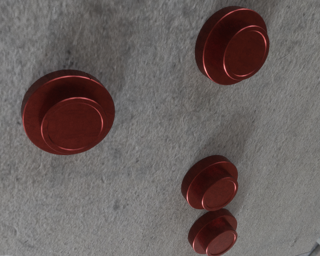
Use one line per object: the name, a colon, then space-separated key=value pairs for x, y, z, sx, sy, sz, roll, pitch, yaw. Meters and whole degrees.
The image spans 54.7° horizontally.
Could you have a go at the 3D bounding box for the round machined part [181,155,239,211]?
round machined part: x=0.088 y=0.096 z=0.506 sx=0.099 sy=0.042 sz=0.097 roll=-14 pitch=125 yaw=-21

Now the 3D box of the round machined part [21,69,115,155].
round machined part: x=-0.096 y=-0.011 z=0.338 sx=0.099 sy=0.042 sz=0.097 roll=-14 pitch=125 yaw=-21

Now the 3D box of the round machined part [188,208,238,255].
round machined part: x=0.106 y=0.202 z=0.582 sx=0.099 sy=0.042 sz=0.097 roll=-14 pitch=125 yaw=-21

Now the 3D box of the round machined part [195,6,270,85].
round machined part: x=0.097 y=-0.099 z=0.390 sx=0.099 sy=0.042 sz=0.097 roll=-14 pitch=125 yaw=-21
